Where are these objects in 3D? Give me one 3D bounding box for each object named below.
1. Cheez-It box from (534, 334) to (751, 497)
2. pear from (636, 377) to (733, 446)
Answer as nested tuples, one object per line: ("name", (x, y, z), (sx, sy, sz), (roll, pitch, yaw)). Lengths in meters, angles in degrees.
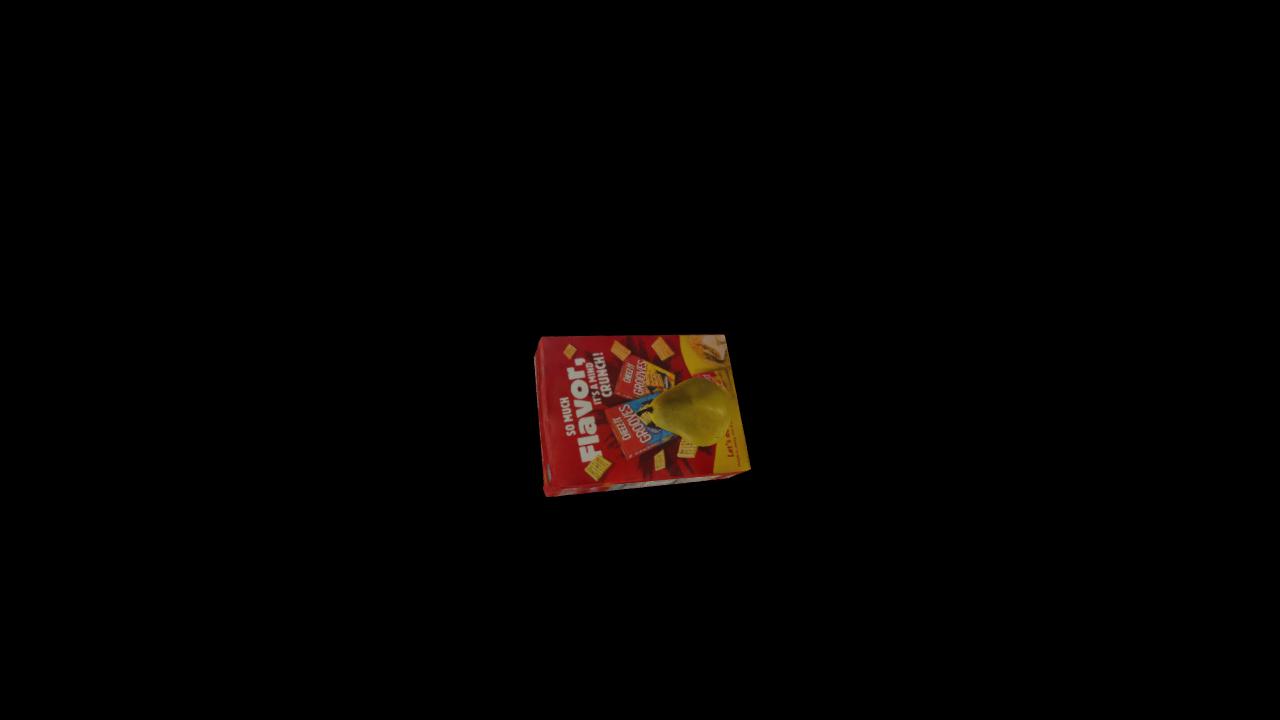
("Cheez-It box", (-0.001, 0.059, 0.691), (0.223, 0.166, 0.071), (-2, -20, -18))
("pear", (0.044, 0.053, 0.668), (0.111, 0.080, 0.080), (21, -11, -32))
